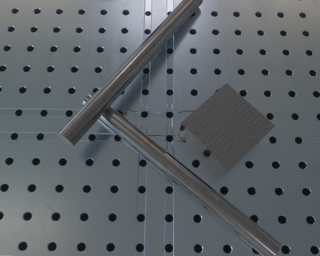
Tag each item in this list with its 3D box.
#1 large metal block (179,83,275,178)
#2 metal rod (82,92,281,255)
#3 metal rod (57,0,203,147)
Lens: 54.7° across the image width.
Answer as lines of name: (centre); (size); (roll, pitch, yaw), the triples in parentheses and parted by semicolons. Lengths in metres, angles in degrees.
large metal block: (0.083, 0.004, 0.398); (0.080, 0.050, 0.080); (-41, 75, -14)
metal rod: (0.018, 0.052, 0.392); (0.300, 0.025, 0.025); (38, 74, 12)
metal rod: (-0.028, -0.095, 0.428); (0.025, 0.025, 0.301); (33, 67, 11)
